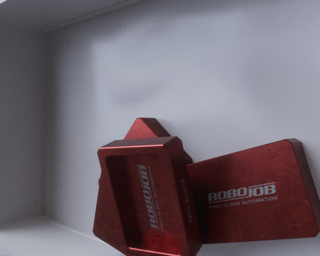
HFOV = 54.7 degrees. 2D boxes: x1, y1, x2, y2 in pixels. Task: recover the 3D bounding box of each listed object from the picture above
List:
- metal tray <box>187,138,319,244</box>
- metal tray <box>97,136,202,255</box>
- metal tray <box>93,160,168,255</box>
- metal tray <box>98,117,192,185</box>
[{"bbox_3d":[0.091,0.070,0.327,0.130,0.030,0.090,-21,77,37],"label":"metal tray"},{"bbox_3d":[-0.011,0.077,0.336,0.090,0.030,0.129,-5,102,31],"label":"metal tray"},{"bbox_3d":[-0.035,0.100,0.394,0.090,0.030,0.129,23,115,23],"label":"metal tray"},{"bbox_3d":[-0.026,0.061,0.423,0.090,0.030,0.129,48,118,29],"label":"metal tray"}]
